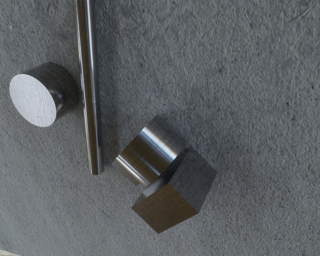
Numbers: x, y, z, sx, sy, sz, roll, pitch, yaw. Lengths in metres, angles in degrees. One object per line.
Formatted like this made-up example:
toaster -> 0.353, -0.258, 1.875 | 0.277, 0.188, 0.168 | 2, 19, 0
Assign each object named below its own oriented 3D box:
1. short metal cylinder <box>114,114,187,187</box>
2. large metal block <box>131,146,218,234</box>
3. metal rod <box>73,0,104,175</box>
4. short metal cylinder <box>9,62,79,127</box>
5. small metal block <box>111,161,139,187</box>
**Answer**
short metal cylinder -> -0.012, 0.028, 0.393 | 0.050, 0.080, 0.080 | 43, 129, -2
large metal block -> 0.020, 0.082, 0.410 | 0.050, 0.080, 0.080 | 46, 129, -4
metal rod -> -0.094, -0.057, 0.419 | 0.025, 0.025, 0.298 | 16, 125, 18
short metal cylinder -> -0.165, -0.048, 0.446 | 0.080, 0.050, 0.079 | 13, 124, 20
small metal block -> -0.035, 0.051, 0.455 | 0.050, 0.025, 0.050 | 42, 129, -2
